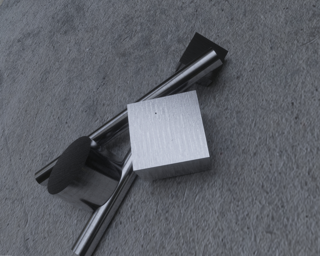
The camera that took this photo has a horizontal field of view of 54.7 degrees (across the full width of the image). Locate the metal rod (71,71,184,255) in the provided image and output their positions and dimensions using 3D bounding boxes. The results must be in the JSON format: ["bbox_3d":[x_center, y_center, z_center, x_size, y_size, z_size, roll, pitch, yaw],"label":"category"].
[{"bbox_3d":[-0.022,0.022,0.403,0.025,0.025,0.300,19,71,35],"label":"metal rod"}]

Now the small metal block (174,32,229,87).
[{"bbox_3d":[0.055,-0.091,0.416,0.050,0.025,0.050,30,74,-3],"label":"small metal block"}]

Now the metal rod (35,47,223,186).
[{"bbox_3d":[-0.051,-0.008,0.414,0.300,0.025,0.025,-34,51,14],"label":"metal rod"}]

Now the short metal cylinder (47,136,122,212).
[{"bbox_3d":[-0.094,0.057,0.387,0.080,0.050,0.080,-33,35,27],"label":"short metal cylinder"}]

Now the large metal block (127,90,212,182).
[{"bbox_3d":[0.011,0.011,0.358,0.080,0.050,0.080,-11,65,7],"label":"large metal block"}]
